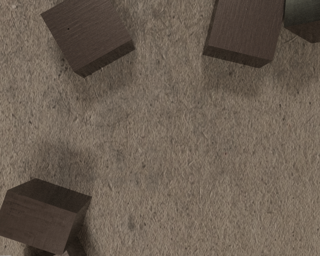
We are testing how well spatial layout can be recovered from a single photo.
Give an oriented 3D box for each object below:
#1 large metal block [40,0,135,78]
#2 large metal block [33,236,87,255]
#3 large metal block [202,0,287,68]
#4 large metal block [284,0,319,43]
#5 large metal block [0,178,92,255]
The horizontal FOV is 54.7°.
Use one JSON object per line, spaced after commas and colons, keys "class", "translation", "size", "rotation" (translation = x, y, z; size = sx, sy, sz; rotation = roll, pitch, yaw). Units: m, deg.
{"class": "large metal block", "translation": [-0.089, -0.122, 0.396], "size": [0.080, 0.050, 0.080], "rotation": [-30, 90, 0]}
{"class": "large metal block", "translation": [-0.132, 0.199, 0.396], "size": [0.080, 0.050, 0.080], "rotation": [-25, 90, -1]}
{"class": "large metal block", "translation": [0.106, -0.129, 0.399], "size": [0.080, 0.050, 0.080], "rotation": [13, 90, -1]}
{"class": "large metal block", "translation": [0.198, -0.157, 0.380], "size": [0.081, 0.050, 0.079], "rotation": [5, 90, -42]}
{"class": "large metal block", "translation": [-0.138, 0.105, 0.381], "size": [0.080, 0.080, 0.050], "rotation": [19, 90, -1]}
